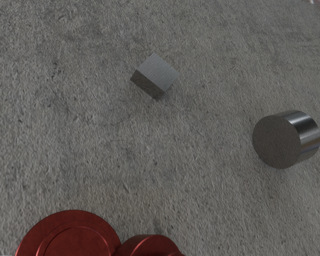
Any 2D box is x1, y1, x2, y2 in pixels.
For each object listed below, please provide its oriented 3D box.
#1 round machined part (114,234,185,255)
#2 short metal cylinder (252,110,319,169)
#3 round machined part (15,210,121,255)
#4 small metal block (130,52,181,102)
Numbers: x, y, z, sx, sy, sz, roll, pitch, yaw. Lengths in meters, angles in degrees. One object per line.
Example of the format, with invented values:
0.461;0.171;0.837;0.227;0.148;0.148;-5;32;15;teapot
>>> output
-0.002;0.147;0.277;0.098;0.042;0.098;22;62;-48;round machined part
0.187;0.016;0.462;0.050;0.080;0.080;-13;69;-34;short metal cylinder
-0.078;0.122;0.277;0.099;0.042;0.098;14;56;-21;round machined part
-0.006;-0.074;0.447;0.050;0.025;0.050;39;51;-3;small metal block
